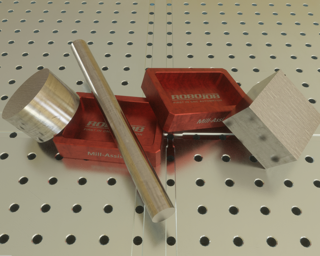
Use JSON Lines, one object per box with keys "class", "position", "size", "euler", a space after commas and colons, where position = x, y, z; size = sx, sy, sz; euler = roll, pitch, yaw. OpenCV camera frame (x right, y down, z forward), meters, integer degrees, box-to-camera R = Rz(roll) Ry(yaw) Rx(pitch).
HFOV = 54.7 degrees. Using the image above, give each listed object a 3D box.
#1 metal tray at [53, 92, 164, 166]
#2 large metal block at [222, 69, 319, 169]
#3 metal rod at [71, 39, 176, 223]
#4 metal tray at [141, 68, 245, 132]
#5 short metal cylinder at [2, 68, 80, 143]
{"class": "metal tray", "position": [-0.059, -0.001, 0.404], "size": [0.131, 0.030, 0.090], "euler": [5, 50, 4]}
{"class": "large metal block", "position": [0.138, -0.010, 0.378], "size": [0.080, 0.050, 0.080], "euler": [47, 60, -3]}
{"class": "metal rod", "position": [-0.060, -0.020, 0.385], "size": [0.025, 0.025, 0.300], "euler": [-20, 53, -16]}
{"class": "metal tray", "position": [0.051, -0.042, 0.415], "size": [0.131, 0.030, 0.090], "euler": [-5, 48, -26]}
{"class": "short metal cylinder", "position": [-0.149, -0.029, 0.391], "size": [0.080, 0.050, 0.080], "euler": [-25, 40, 24]}
